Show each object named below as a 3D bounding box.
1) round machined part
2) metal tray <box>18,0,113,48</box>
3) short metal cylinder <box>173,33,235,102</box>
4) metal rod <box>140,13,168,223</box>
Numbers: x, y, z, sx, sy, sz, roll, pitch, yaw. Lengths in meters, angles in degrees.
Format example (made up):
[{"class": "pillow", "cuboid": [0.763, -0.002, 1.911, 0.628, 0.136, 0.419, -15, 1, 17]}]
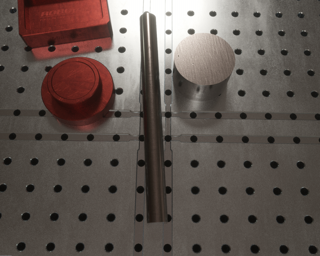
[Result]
[{"class": "round machined part", "cuboid": [-0.113, -0.056, 0.422, 0.099, 0.042, 0.098, 0, 70, -1]}, {"class": "metal tray", "cuboid": [-0.144, -0.177, 0.471, 0.131, 0.030, 0.090, -10, 70, -4]}, {"class": "short metal cylinder", "cuboid": [0.059, -0.083, 0.430, 0.081, 0.050, 0.080, 0, 70, 0]}, {"class": "metal rod", "cuboid": [-0.011, -0.027, 0.421, 0.025, 0.025, 0.299, -3, 70, -1]}]
